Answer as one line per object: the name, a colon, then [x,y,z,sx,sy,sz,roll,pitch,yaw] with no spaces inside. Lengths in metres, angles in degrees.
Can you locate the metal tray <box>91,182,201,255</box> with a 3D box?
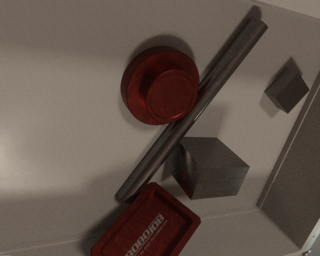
metal tray: [-0.017,0.148,0.416,0.131,0.090,0.030,-45,165,-33]

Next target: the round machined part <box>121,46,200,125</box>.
round machined part: [0.006,-0.045,0.374,0.099,0.042,0.097,-14,125,-21]

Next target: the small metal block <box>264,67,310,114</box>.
small metal block: [0.199,-0.058,0.484,0.050,0.025,0.050,-49,129,6]

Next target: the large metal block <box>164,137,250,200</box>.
large metal block: [0.065,0.054,0.444,0.081,0.080,0.050,2,117,-30]

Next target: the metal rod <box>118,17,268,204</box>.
metal rod: [0.039,-0.017,0.421,0.025,0.025,0.299,30,102,-38]
